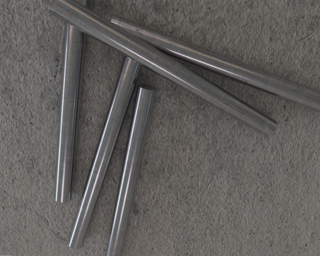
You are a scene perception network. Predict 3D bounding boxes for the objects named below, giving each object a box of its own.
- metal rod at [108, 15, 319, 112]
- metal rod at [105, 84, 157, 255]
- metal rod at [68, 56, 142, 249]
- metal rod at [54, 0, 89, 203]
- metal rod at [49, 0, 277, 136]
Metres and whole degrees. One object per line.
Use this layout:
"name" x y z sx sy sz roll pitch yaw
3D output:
"metal rod" 0.085 -0.074 0.383 0.302 0.025 0.025 18 109 -7
"metal rod" -0.047 0.085 0.440 0.025 0.025 0.298 11 110 -4
"metal rod" -0.079 0.043 0.424 0.025 0.025 0.298 18 109 -7
"metal rod" -0.114 -0.038 0.394 0.025 0.025 0.298 9 110 -4
"metal rod" 0.018 -0.066 0.368 0.301 0.025 0.025 27 108 -17
